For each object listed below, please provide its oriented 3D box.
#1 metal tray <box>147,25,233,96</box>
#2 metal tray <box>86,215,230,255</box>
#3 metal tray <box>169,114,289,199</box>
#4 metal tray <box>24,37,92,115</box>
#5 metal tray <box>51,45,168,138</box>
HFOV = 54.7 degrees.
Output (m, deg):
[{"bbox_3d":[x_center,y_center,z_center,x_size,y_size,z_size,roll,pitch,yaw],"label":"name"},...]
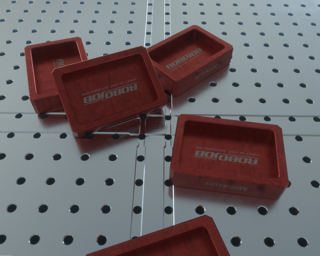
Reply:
[{"bbox_3d":[0.042,-0.113,0.499,0.131,0.030,0.090,-34,58,-26],"label":"metal tray"},{"bbox_3d":[0.004,0.144,0.283,0.131,0.030,0.090,-14,52,-13],"label":"metal tray"},{"bbox_3d":[0.082,0.032,0.378,0.131,0.030,0.090,7,50,5],"label":"metal tray"},{"bbox_3d":[-0.152,-0.084,0.473,0.091,0.030,0.130,-15,52,-13],"label":"metal tray"},{"bbox_3d":[-0.067,-0.051,0.419,0.131,0.030,0.090,-20,83,-16],"label":"metal tray"}]
